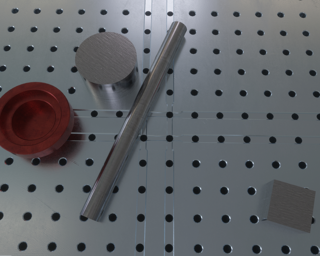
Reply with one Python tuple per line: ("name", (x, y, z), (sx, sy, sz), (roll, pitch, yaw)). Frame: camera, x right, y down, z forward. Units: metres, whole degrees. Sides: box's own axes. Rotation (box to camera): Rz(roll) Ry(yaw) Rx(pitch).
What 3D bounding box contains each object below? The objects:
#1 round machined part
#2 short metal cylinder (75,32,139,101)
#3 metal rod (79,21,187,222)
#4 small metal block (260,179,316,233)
("round machined part", (-0.161, -0.007, 0.404), (0.099, 0.042, 0.098), (0, 70, 0))
("short metal cylinder", (-0.071, -0.084, 0.429), (0.081, 0.050, 0.080), (0, 70, 0))
("metal rod", (-0.028, -0.022, 0.419), (0.025, 0.025, 0.300), (21, 71, 7))
("small metal block", (0.156, 0.096, 0.378), (0.050, 0.025, 0.050), (16, 71, 5))
